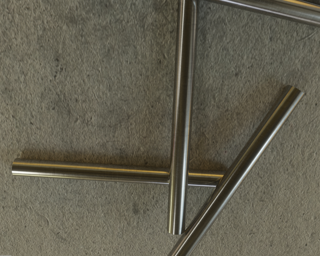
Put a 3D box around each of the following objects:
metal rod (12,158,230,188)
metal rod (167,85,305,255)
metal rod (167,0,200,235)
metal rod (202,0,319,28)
[{"bbox_3d":[-0.048,0.064,0.432,0.302,0.025,0.025,4,110,-2],"label":"metal rod"},{"bbox_3d":[0.091,0.076,0.411,0.025,0.025,0.299,32,97,-11],"label":"metal rod"},{"bbox_3d":[0.028,-0.005,0.390,0.025,0.025,0.298,2,104,-1],"label":"metal rod"},{"bbox_3d":[0.058,-0.150,0.336,0.302,0.025,0.025,9,110,-11],"label":"metal rod"}]
